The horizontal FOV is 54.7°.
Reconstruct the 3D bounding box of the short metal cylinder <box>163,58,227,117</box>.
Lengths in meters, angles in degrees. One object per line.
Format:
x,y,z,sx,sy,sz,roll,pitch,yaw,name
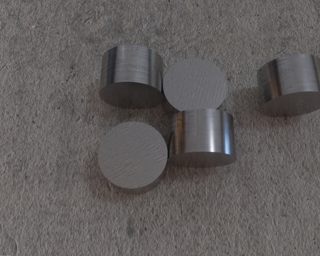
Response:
0.044,-0.045,0.411,0.081,0.050,0.080,0,70,0,short metal cylinder

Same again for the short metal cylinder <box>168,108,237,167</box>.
0.049,0.015,0.374,0.080,0.080,0.050,1,70,0,short metal cylinder

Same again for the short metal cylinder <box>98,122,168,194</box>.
-0.031,0.038,0.381,0.081,0.050,0.080,0,70,0,short metal cylinder

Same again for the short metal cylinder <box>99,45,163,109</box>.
-0.036,-0.063,0.402,0.080,0.080,0.050,1,70,0,short metal cylinder

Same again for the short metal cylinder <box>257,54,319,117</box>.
0.169,-0.052,0.399,0.081,0.080,0.050,-1,70,0,short metal cylinder
